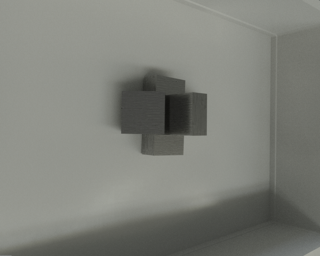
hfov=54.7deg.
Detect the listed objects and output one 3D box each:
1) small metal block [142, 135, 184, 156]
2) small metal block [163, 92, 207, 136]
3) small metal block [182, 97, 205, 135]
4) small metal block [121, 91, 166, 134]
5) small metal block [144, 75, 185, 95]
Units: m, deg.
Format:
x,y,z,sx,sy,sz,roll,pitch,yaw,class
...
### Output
x,y,z,sx,sy,sz,roll,pitch,yaw,class
0.005,0.010,0.408,0.050,0.025,0.050,3,88,-40,small metal block
0.030,-0.016,0.380,0.025,0.050,0.050,1,90,-41,small metal block
0.047,-0.016,0.428,0.050,0.025,0.050,5,86,-79,small metal block
-0.019,-0.018,0.370,0.050,0.025,0.050,1,90,3,small metal block
0.006,-0.040,0.408,0.050,0.025,0.050,3,88,-41,small metal block
